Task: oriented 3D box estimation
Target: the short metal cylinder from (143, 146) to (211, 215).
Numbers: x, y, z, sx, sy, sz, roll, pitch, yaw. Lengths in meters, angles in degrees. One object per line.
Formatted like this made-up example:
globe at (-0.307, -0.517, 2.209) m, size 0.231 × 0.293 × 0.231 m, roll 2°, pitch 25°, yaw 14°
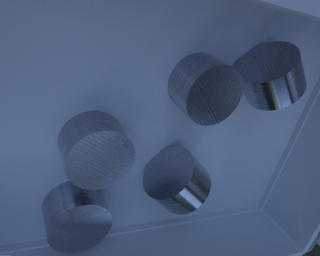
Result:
short metal cylinder at (0.024, 0.073, 0.431) m, size 0.080 × 0.080 × 0.050 m, roll -42°, pitch 129°, yaw 1°

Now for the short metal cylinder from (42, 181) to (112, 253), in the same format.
short metal cylinder at (-0.109, 0.115, 0.404) m, size 0.081 × 0.050 × 0.079 m, roll -14°, pitch 124°, yaw -21°

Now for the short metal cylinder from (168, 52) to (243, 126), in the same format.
short metal cylinder at (0.057, -0.049, 0.393) m, size 0.081 × 0.050 × 0.079 m, roll -14°, pitch 124°, yaw -21°

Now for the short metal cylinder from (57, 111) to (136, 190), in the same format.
short metal cylinder at (-0.076, 0.026, 0.367) m, size 0.081 × 0.050 × 0.079 m, roll -14°, pitch 124°, yaw -21°

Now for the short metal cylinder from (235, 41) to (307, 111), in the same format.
short metal cylinder at (0.147, -0.069, 0.410) m, size 0.080 × 0.080 × 0.050 m, roll -37°, pitch 129°, yaw -3°
